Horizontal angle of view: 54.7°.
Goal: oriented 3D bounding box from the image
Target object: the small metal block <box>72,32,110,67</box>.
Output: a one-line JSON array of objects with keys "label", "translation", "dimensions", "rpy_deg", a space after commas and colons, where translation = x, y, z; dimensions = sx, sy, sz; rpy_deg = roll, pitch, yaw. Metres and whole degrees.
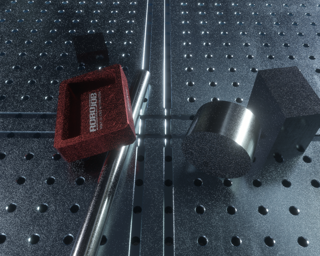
[{"label": "small metal block", "translation": [-0.115, -0.132, 0.517], "dimensions": [0.050, 0.025, 0.050], "rpy_deg": [-13, 51, -11]}]

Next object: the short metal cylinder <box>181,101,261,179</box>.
[{"label": "short metal cylinder", "translation": [0.072, 0.014, 0.361], "dimensions": [0.080, 0.080, 0.050], "rpy_deg": [19, 53, 14]}]

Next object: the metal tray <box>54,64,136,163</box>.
[{"label": "metal tray", "translation": [-0.085, -0.024, 0.402], "dimensions": [0.090, 0.030, 0.130], "rpy_deg": [-17, 46, 3]}]

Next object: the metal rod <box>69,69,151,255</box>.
[{"label": "metal rod", "translation": [-0.053, 0.032, 0.379], "dimensions": [0.025, 0.025, 0.300], "rpy_deg": [8, 50, 6]}]

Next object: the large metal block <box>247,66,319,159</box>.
[{"label": "large metal block", "translation": [0.153, -0.019, 0.390], "dimensions": [0.050, 0.080, 0.080], "rpy_deg": [-7, 51, -7]}]
